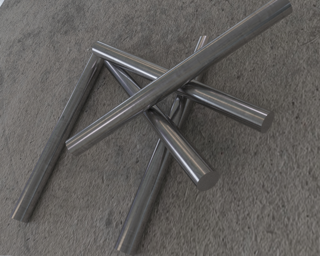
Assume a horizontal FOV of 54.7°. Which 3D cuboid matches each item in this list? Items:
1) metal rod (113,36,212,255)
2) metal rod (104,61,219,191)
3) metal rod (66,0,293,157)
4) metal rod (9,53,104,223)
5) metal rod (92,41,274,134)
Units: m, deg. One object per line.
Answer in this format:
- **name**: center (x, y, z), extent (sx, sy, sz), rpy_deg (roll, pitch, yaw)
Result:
- **metal rod**: center (0.014, 0.006, 0.392), extent (0.025, 0.025, 0.300), rpy_deg (9, 66, 32)
- **metal rod**: center (-0.017, -0.029, 0.405), extent (0.025, 0.025, 0.300), rpy_deg (-40, 43, 1)
- **metal rod**: center (0.014, -0.055, 0.365), extent (0.300, 0.025, 0.025), rpy_deg (-33, 51, 10)
- **metal rod**: center (-0.149, -0.003, 0.484), extent (0.025, 0.025, 0.300), rpy_deg (6, 64, 31)
- **metal rod**: center (0.006, -0.066, 0.407), extent (0.300, 0.025, 0.025), rpy_deg (30, 79, 36)
